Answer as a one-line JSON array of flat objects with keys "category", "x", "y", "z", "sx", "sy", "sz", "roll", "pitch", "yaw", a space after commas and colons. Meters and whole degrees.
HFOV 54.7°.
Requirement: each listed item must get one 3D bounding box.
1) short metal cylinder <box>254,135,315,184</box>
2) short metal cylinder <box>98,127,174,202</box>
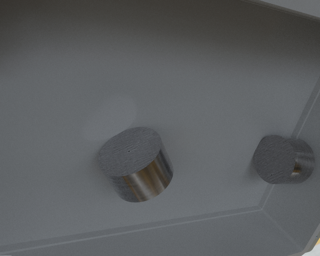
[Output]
[{"category": "short metal cylinder", "x": 0.207, "y": 0.054, "z": 0.519, "sx": 0.050, "sy": 0.080, "sz": 0.079, "roll": 7, "pitch": 115, "yaw": -32}, {"category": "short metal cylinder", "x": -0.029, "y": 0.044, "z": 0.385, "sx": 0.080, "sy": 0.080, "sz": 0.050, "roll": -30, "pitch": 129, "yaw": -9}]
